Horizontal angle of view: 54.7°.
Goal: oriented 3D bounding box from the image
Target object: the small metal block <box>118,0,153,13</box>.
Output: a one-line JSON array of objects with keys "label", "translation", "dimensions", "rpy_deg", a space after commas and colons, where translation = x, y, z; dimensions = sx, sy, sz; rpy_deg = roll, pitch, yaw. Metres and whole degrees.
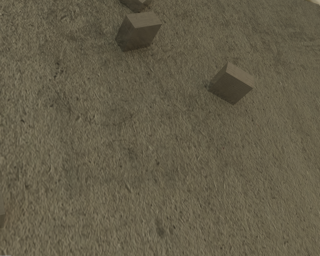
[{"label": "small metal block", "translation": [-0.042, -0.224, 0.518], "dimensions": [0.050, 0.025, 0.050], "rpy_deg": [37, 51, -3]}]

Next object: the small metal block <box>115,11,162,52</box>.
[{"label": "small metal block", "translation": [-0.032, -0.142, 0.457], "dimensions": [0.050, 0.050, 0.025], "rpy_deg": [-23, 75, -36]}]

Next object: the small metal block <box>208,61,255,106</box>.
[{"label": "small metal block", "translation": [0.112, -0.069, 0.490], "dimensions": [0.050, 0.050, 0.025], "rpy_deg": [28, 52, -11]}]

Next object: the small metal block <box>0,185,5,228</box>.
[{"label": "small metal block", "translation": [-0.159, 0.072, 0.258], "dimensions": [0.050, 0.050, 0.025], "rpy_deg": [-7, 65, -31]}]
